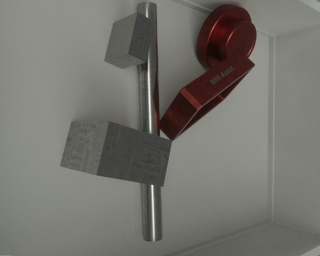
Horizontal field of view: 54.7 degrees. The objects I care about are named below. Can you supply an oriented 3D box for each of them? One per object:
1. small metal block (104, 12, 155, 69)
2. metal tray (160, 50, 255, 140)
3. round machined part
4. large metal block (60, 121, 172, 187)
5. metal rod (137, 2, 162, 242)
[{"bbox_3d":[-0.036,-0.101,0.361,0.025,0.050,0.050,19,78,-39],"label":"small metal block"},{"bbox_3d":[0.062,-0.044,0.417,0.030,0.090,0.131,47,55,9],"label":"metal tray"},{"bbox_3d":[0.105,-0.129,0.460,0.099,0.042,0.097,-25,133,-30],"label":"round machined part"},{"bbox_3d":[-0.047,0.027,0.333,0.080,0.080,0.050,18,78,-39],"label":"large metal block"},{"bbox_3d":[-0.013,-0.007,0.397,0.025,0.025,0.298,-3,92,-40],"label":"metal rod"}]
